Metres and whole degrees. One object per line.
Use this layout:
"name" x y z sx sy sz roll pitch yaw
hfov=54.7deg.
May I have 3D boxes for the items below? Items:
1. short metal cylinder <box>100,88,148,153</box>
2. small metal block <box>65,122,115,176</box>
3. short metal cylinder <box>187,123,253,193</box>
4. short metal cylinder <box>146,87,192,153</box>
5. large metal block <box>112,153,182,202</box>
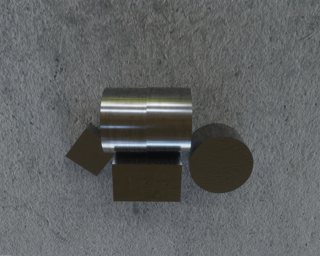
"short metal cylinder" -0.040 -0.009 0.378 0.050 0.080 0.079 1 110 0
"small metal block" -0.090 0.029 0.421 0.050 0.025 0.050 36 106 -13
"short metal cylinder" 0.077 0.039 0.412 0.081 0.050 0.079 0 110 0
"short metal cylinder" 0.010 -0.010 0.379 0.050 0.080 0.079 1 110 0
"large metal block" -0.015 0.051 0.401 0.081 0.080 0.050 1 110 -1
